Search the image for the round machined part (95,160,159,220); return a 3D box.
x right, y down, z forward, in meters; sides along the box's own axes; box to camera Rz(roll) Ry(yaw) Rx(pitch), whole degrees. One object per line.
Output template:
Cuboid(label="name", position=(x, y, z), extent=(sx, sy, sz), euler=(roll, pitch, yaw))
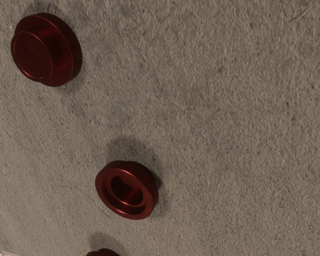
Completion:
Cuboid(label="round machined part", position=(-0.046, 0.089, 0.474), extent=(0.098, 0.042, 0.097), euler=(13, 124, 20))

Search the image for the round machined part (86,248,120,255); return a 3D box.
Cuboid(label="round machined part", position=(-0.108, 0.284, 0.626), extent=(0.098, 0.042, 0.097), euler=(13, 124, 20))

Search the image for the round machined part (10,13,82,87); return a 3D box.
Cuboid(label="round machined part", position=(-0.158, -0.100, 0.415), extent=(0.098, 0.042, 0.097), euler=(13, 124, 20))
